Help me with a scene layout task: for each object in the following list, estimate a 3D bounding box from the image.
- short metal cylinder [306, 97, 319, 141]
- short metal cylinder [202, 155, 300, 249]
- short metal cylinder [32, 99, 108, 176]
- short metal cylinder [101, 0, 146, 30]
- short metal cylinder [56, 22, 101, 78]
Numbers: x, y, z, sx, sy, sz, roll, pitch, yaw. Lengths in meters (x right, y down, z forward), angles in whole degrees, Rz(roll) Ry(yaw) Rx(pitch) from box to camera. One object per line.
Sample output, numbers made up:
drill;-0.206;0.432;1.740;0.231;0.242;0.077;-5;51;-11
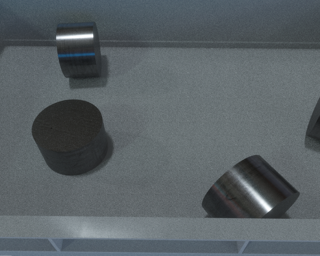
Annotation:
short metal cylinder;0.224;-0.018;0.386;0.050;0.080;0.080;22;54;18
short metal cylinder;0.089;0.073;0.308;0.081;0.080;0.050;-27;55;-21
short metal cylinder;-0.107;0.011;0.379;0.080;0.050;0.080;0;50;0
short metal cylinder;-0.068;-0.229;0.583;0.080;0.050;0.080;0;50;0
short metal cylinder;-0.120;-0.117;0.467;0.050;0.080;0.080;-4;50;-4
